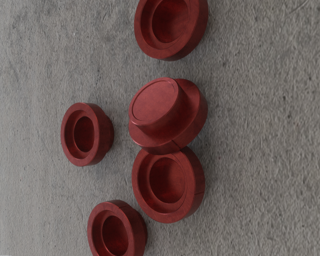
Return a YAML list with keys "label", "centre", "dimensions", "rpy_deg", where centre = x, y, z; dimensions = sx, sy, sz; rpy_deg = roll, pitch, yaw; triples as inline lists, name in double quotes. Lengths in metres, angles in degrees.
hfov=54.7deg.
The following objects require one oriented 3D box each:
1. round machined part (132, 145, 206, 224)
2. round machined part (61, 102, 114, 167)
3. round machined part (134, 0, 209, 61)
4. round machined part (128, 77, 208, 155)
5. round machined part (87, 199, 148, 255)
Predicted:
- label: "round machined part"
  centre: [0.014, 0.064, 0.382]
  dimensions: [0.098, 0.042, 0.097]
  rpy_deg: [0, 90, 40]
- label: "round machined part"
  centre: [-0.110, 0.010, 0.485]
  dimensions: [0.098, 0.042, 0.097]
  rpy_deg: [0, 90, 40]
- label: "round machined part"
  centre: [0.018, -0.131, 0.379]
  dimensions: [0.098, 0.042, 0.097]
  rpy_deg: [0, 90, 40]
- label: "round machined part"
  centre: [0.003, -0.021, 0.363]
  dimensions: [0.098, 0.042, 0.098]
  rpy_deg: [-21, 47, 24]
- label: "round machined part"
  centre: [-0.056, 0.151, 0.441]
  dimensions: [0.098, 0.042, 0.097]
  rpy_deg: [0, 90, 40]
